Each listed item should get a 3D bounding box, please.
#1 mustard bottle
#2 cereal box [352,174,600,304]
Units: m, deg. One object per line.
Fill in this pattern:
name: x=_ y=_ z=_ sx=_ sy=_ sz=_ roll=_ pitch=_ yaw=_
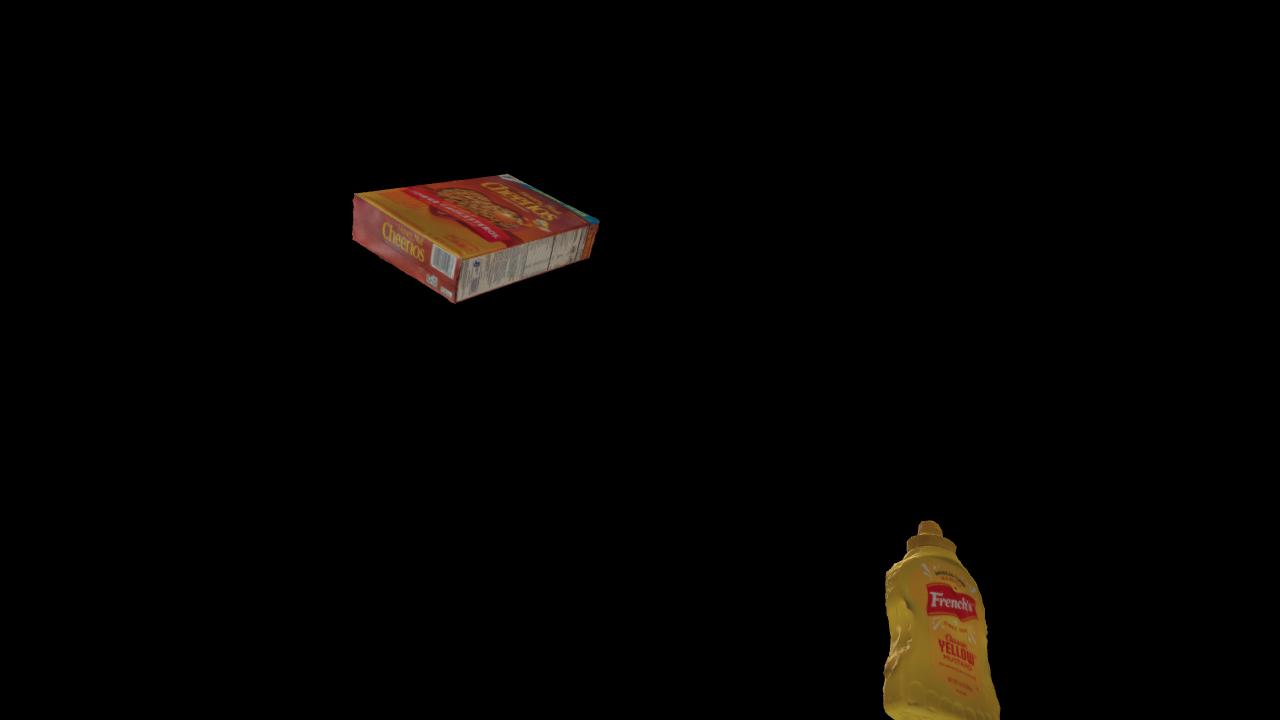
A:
mustard bottle: x=0.257 y=0.223 z=0.536 sx=0.092 sy=0.184 sz=0.054 roll=20 pitch=-42 yaw=1
cereal box: x=-0.229 y=-0.195 z=0.913 sx=0.203 sy=0.081 sz=0.306 roll=31 pitch=34 yaw=19
